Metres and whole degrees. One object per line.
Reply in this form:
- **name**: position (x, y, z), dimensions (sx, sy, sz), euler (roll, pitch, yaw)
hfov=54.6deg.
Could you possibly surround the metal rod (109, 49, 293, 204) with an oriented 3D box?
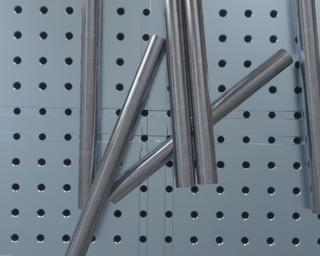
- **metal rod**: position (0.051, -0.002, 0.413), dimensions (0.300, 0.025, 0.025), euler (-39, 90, 0)

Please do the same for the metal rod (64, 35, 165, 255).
- **metal rod**: position (-0.054, 0.021, 0.398), dimensions (0.025, 0.025, 0.299), euler (21, 84, 0)

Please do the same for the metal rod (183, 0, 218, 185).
- **metal rod**: position (0.048, -0.080, 0.396), dimensions (0.025, 0.025, 0.299), euler (-4, 83, 0)

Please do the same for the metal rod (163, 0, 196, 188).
- **metal rod**: position (0.022, -0.076, 0.397), dimensions (0.025, 0.025, 0.299), euler (-4, 84, 0)

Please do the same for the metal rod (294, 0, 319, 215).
- **metal rod**: position (0.204, -0.036, 0.414), dimensions (0.025, 0.025, 0.298), euler (-5, 90, 0)

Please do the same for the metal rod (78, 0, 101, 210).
- **metal rod**: position (-0.094, -0.044, 0.412), dimensions (0.025, 0.025, 0.298), euler (1, 90, 0)
